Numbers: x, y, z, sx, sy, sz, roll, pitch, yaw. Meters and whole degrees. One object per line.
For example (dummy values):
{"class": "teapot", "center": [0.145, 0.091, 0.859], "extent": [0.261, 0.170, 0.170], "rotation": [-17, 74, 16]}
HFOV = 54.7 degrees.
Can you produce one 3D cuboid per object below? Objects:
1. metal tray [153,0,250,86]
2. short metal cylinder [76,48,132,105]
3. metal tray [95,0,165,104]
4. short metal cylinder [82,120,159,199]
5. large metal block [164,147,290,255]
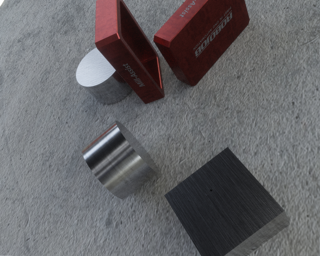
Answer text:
{"class": "metal tray", "center": [0.060, -0.131, 0.411], "extent": [0.130, 0.090, 0.030], "rotation": [-49, 52, -7]}
{"class": "short metal cylinder", "center": [-0.082, -0.083, 0.482], "extent": [0.080, 0.050, 0.080], "rotation": [-13, 56, 21]}
{"class": "metal tray", "center": [-0.038, -0.104, 0.420], "extent": [0.030, 0.130, 0.090], "rotation": [-19, 55, 17]}
{"class": "short metal cylinder", "center": [-0.046, 0.037, 0.370], "extent": [0.050, 0.080, 0.080], "rotation": [-39, 51, 2]}
{"class": "large metal block", "center": [0.065, 0.080, 0.305], "extent": [0.080, 0.050, 0.080], "rotation": [-38, 51, 2]}
